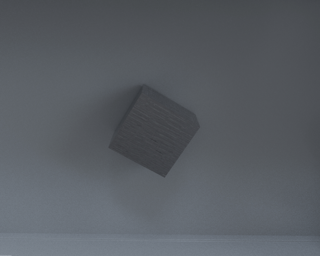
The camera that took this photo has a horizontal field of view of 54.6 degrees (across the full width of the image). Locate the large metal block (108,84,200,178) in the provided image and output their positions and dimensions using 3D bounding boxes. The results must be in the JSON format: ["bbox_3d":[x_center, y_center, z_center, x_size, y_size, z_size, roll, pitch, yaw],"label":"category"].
[{"bbox_3d":[-0.008,0.003,0.395,0.080,0.050,0.080,30,107,-11],"label":"large metal block"}]
